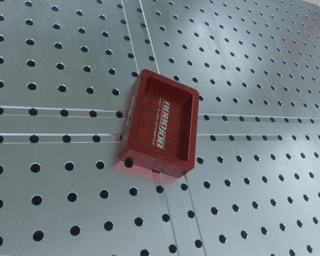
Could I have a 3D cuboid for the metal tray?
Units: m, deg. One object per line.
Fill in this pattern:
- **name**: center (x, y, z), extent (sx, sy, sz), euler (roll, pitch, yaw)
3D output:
- **metal tray**: center (0.003, -0.009, 0.411), extent (0.090, 0.030, 0.130), euler (20, 54, -17)
